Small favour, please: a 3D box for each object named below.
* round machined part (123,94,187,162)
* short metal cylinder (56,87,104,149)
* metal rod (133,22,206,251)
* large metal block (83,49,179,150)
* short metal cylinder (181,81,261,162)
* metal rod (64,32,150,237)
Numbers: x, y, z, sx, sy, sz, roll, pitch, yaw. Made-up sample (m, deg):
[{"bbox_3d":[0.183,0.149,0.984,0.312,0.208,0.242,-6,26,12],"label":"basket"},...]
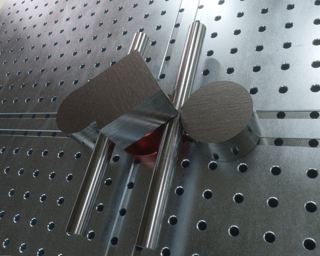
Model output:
[{"bbox_3d":[-0.016,-0.007,0.411,0.098,0.042,0.098,-13,56,21],"label":"round machined part"},{"bbox_3d":[-0.104,-0.016,0.456,0.080,0.050,0.080,-13,56,21],"label":"short metal cylinder"},{"bbox_3d":[0.019,-0.010,0.377,0.025,0.025,0.300,0,62,28],"label":"metal rod"},{"bbox_3d":[-0.036,-0.035,0.372,0.080,0.050,0.080,-33,51,6],"label":"large metal block"},{"bbox_3d":[0.071,-0.008,0.359,0.080,0.050,0.080,-13,56,21],"label":"short metal cylinder"},{"bbox_3d":[-0.063,-0.009,0.420,0.025,0.025,0.300,1,62,28],"label":"metal rod"}]
